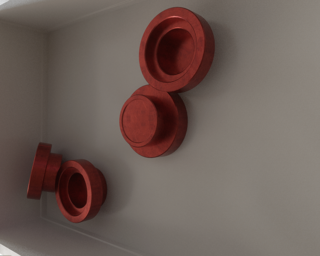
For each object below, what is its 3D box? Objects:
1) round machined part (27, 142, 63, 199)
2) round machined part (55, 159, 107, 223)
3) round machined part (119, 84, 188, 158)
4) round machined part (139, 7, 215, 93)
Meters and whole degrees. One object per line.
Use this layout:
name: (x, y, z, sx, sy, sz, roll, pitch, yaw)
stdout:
round machined part: (-0.198, 0.076, 0.540, 0.098, 0.042, 0.097, -167, 89, -73)
round machined part: (-0.123, 0.099, 0.498, 0.098, 0.042, 0.097, 0, 90, 40)
round machined part: (-0.016, -0.009, 0.409, 0.098, 0.042, 0.097, 0, 90, 40)
round machined part: (0.024, -0.091, 0.376, 0.098, 0.042, 0.097, 0, 90, 40)
